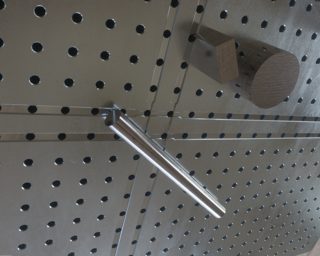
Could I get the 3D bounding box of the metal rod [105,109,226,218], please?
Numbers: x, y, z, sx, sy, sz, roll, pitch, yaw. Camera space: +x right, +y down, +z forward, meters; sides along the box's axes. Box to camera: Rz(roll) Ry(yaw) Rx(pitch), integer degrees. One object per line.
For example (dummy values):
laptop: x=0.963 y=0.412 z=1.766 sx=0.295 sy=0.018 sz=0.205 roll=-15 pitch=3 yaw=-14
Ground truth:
metal rod: x=0.025 y=0.069 z=0.467 sx=0.025 sy=0.025 sz=0.300 roll=-44 pitch=129 yaw=2

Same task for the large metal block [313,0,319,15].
large metal block: x=0.276 y=-0.179 z=0.434 sx=0.080 sy=0.050 sz=0.080 roll=-49 pitch=129 yaw=6

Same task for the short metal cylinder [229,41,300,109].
short metal cylinder: x=0.142 y=-0.073 z=0.427 sx=0.081 sy=0.050 sz=0.079 roll=-14 pitch=124 yaw=-21

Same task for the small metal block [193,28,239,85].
small metal block: x=0.068 y=-0.088 z=0.378 sx=0.025 sy=0.050 sz=0.050 roll=-28 pitch=128 yaw=-11
